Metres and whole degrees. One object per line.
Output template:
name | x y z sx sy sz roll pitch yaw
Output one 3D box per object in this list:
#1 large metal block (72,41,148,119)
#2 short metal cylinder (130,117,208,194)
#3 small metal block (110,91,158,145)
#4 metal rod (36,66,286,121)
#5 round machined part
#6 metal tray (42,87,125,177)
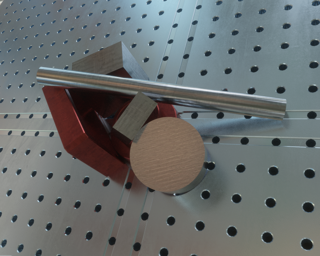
large metal block | -0.069 -0.066 0.446 0.080 0.080 0.050 -19 55 16
short metal cylinder | 0.012 0.033 0.349 0.080 0.050 0.080 -3 74 12
small metal block | -0.031 -0.010 0.357 0.025 0.050 0.050 35 76 -5
metal rod | -0.007 -0.044 0.376 0.301 0.025 0.025 9 65 10
round machined part | -0.024 -0.003 0.414 0.098 0.042 0.098 -13 56 20
metal tray | -0.105 -0.003 0.421 0.030 0.090 0.130 -38 51 3
